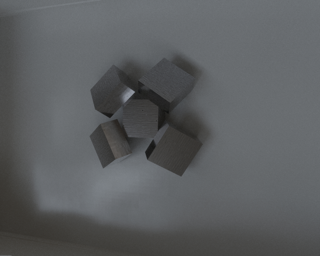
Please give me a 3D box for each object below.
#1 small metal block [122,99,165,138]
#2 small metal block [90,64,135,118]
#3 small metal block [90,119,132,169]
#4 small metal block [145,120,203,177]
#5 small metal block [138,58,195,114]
[{"bbox_3d":[-0.022,-0.012,0.415,0.050,0.025,0.050,2,91,20],"label":"small metal block"},{"bbox_3d":[-0.065,-0.050,0.418,0.050,0.025,0.050,-44,39,15],"label":"small metal block"},{"bbox_3d":[-0.068,0.022,0.420,0.050,0.025,0.050,-36,76,55],"label":"small metal block"},{"bbox_3d":[0.017,0.026,0.390,0.050,0.025,0.050,29,101,-17],"label":"small metal block"},{"bbox_3d":[0.008,-0.054,0.393,0.050,0.025,0.050,37,64,16],"label":"small metal block"}]
